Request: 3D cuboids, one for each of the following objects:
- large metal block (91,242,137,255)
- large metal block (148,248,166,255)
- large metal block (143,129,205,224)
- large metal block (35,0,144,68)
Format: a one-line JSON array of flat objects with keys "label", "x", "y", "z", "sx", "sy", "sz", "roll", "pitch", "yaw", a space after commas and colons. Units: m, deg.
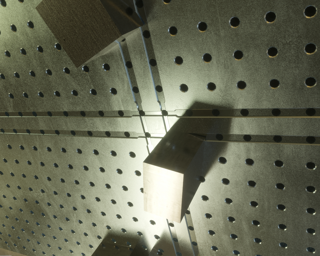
[{"label": "large metal block", "x": -0.084, "y": 0.278, "z": 0.609, "sx": 0.080, "sy": 0.050, "sz": 0.080, "roll": -2, "pitch": 118, "yaw": 29}, {"label": "large metal block", "x": 0.001, "y": 0.280, "z": 0.566, "sx": 0.080, "sy": 0.050, "sz": 0.079, "roll": 27, "pitch": 128, "yaw": 10}, {"label": "large metal block", "x": 0.019, "y": 0.060, "z": 0.401, "sx": 0.050, "sy": 0.080, "sz": 0.079, "roll": 14, "pitch": 124, "yaw": 20}, {"label": "large metal block", "x": -0.080, "y": -0.128, "z": 0.356, "sx": 0.080, "sy": 0.050, "sz": 0.080, "roll": -23, "pitch": 106, "yaw": 36}]
